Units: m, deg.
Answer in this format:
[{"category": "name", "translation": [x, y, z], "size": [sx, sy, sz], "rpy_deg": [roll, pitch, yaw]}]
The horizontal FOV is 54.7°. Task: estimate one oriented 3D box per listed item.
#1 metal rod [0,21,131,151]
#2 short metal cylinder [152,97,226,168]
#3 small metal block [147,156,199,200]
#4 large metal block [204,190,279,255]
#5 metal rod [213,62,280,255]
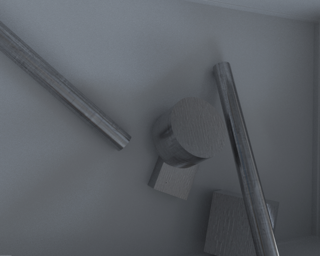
[{"category": "metal rod", "translation": [-0.151, -0.078, 0.354], "size": [0.300, 0.025, 0.025], "rpy_deg": [43, 76, -15]}, {"category": "short metal cylinder", "translation": [0.037, 0.007, 0.398], "size": [0.081, 0.050, 0.080], "rpy_deg": [12, 64, -25]}, {"category": "small metal block", "translation": [0.018, 0.064, 0.419], "size": [0.050, 0.025, 0.050], "rpy_deg": [24, 82, -19]}, {"category": "large metal block", "translation": [0.111, 0.133, 0.418], "size": [0.050, 0.080, 0.080], "rpy_deg": [18, 82, -65]}, {"category": "metal rod", "translation": [0.108, 0.048, 0.389], "size": [0.025, 0.025, 0.299], "rpy_deg": [1, 65, -20]}]
